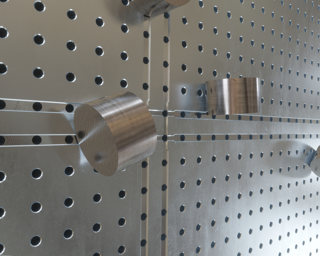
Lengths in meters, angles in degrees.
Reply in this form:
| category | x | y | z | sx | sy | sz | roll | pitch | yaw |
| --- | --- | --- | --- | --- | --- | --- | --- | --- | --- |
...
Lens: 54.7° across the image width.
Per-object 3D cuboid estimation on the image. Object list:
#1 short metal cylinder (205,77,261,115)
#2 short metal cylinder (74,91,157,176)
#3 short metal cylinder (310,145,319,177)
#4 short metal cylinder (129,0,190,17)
| category | x | y | z | sx | sy | sz | roll | pitch | yaw |
| --- | --- | --- | --- | --- | --- | --- | --- | --- | --- |
| short metal cylinder | 0.109 | -0.047 | 0.468 | 0.081 | 0.080 | 0.050 | -6 | 94 | -40 |
| short metal cylinder | -0.049 | 0.005 | 0.334 | 0.050 | 0.080 | 0.080 | -24 | 106 | -38 |
| short metal cylinder | 0.395 | 0.079 | 0.710 | 0.050 | 0.080 | 0.080 | -51 | 120 | -28 |
| short metal cylinder | 0.000 | -0.189 | 0.394 | 0.081 | 0.050 | 0.079 | 0 | 90 | -40 |
